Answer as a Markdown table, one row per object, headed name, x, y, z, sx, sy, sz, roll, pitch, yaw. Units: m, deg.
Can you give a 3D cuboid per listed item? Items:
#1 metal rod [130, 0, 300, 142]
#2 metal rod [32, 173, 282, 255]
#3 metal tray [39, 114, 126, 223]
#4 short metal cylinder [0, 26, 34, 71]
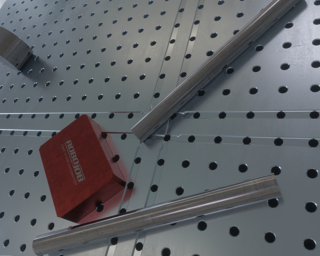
| name | x | y | z | sx | sy | sz | roll | pitch | yaw |
| --- | --- | --- | --- | --- | --- | --- | --- | --- | --- |
| metal rod | 0.079 | -0.090 | 0.421 | 0.300 | 0.025 | 0.025 | -42 | 51 | -1 |
| metal rod | -0.018 | 0.104 | 0.353 | 0.301 | 0.025 | 0.025 | -19 | 54 | 17 |
| metal tray | -0.113 | 0.052 | 0.433 | 0.090 | 0.030 | 0.130 | -37 | 51 | 3 |
| short metal cylinder | -0.311 | -0.161 | 0.635 | 0.080 | 0.080 | 0.050 | 23 | 74 | 36 |
